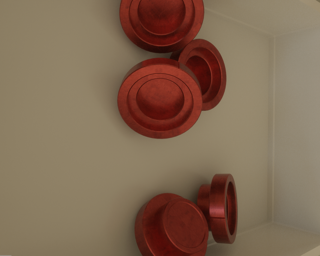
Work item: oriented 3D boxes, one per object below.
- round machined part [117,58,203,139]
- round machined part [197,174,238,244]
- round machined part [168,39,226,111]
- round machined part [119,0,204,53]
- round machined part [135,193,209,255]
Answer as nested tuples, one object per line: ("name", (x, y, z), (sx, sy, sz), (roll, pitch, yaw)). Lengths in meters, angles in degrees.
("round machined part", (0.001, -0.038, 0.374), (0.098, 0.098, 0.042), (55, 19, -26))
("round machined part", (0.083, 0.116, 0.452), (0.098, 0.042, 0.097), (-5, 90, -67))
("round machined part", (0.046, -0.072, 0.437), (0.099, 0.042, 0.097), (0, 90, -40))
("round machined part", (0.002, -0.144, 0.375), (0.098, 0.098, 0.042), (41, 29, -33))
("round machined part", (0.021, 0.126, 0.387), (0.099, 0.042, 0.098), (22, 46, -24))
